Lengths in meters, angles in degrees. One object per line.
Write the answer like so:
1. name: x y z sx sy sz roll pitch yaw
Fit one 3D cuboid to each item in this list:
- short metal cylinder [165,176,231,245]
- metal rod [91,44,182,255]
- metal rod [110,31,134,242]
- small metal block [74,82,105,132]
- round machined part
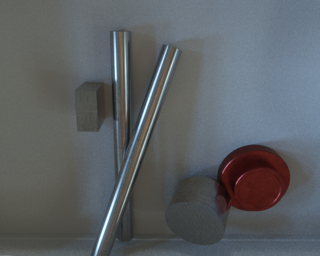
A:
1. short metal cylinder: 0.053 0.113 0.425 0.080 0.050 0.079 12 126 17
2. metal rod: -0.034 0.041 0.402 0.025 0.025 0.298 18 100 -7
3. metal rod: -0.050 0.025 0.419 0.025 0.025 0.298 1 110 -1
4. small metal block: -0.086 -0.028 0.387 0.025 0.050 0.050 1 110 -1
5. round machined part: 0.133 0.076 0.432 0.099 0.042 0.097 0 110 -1
